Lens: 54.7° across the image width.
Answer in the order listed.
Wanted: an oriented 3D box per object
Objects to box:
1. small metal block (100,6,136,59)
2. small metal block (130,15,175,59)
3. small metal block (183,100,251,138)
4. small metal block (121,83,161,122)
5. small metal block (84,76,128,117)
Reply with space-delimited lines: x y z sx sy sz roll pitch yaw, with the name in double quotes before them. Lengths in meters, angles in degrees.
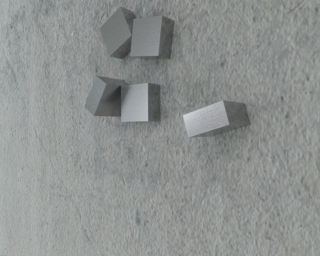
"small metal block" -0.056 -0.137 0.449 0.050 0.025 0.050 -32 70 35
"small metal block" -0.011 -0.119 0.412 0.050 0.025 0.050 10 96 39
"small metal block" 0.062 -0.009 0.336 0.050 0.050 0.025 -20 78 38
"small metal block" -0.027 -0.034 0.425 0.050 0.025 0.050 0 90 39
"small metal block" -0.074 -0.045 0.447 0.025 0.050 0.050 39 114 33
